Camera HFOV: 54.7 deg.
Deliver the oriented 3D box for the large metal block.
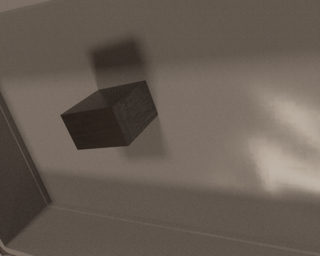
[{"bbox_3d":[-0.061,-0.017,0.394,0.080,0.080,0.050,-6,115,30],"label":"large metal block"}]
